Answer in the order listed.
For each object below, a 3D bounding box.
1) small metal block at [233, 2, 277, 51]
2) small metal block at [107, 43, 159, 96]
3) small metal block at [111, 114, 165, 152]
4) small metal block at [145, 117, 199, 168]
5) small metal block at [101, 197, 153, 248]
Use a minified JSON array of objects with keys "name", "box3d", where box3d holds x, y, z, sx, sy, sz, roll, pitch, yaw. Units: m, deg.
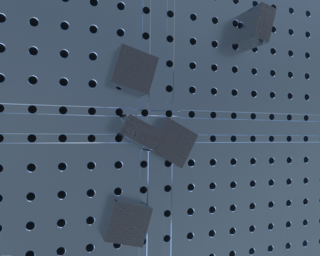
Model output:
[{"name":"small metal block","box3d":[0.136,-0.145,0.449,0.025,0.050,0.050,16,85,-19]},{"name":"small metal block","box3d":[-0.035,-0.073,0.399,0.050,0.025,0.050,17,84,-19]},{"name":"small metal block","box3d":[-0.028,0.006,0.389,0.050,0.050,0.025,29,81,-18]},{"name":"small metal block","box3d":[0.016,0.020,0.418,0.050,0.025,0.050,30,80,-18]},{"name":"small metal block","box3d":[-0.042,0.120,0.397,0.050,0.025,0.050,17,84,-19]}]
